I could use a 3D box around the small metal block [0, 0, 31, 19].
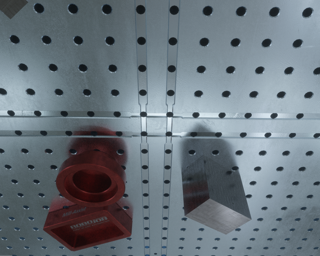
[{"bbox_3d":[-0.139,-0.134,0.279,0.025,0.050,0.050,-30,124,23],"label":"small metal block"}]

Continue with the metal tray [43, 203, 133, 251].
[{"bbox_3d":[-0.127,0.174,0.554,0.130,0.030,0.090,-20,128,16],"label":"metal tray"}]

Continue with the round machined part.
[{"bbox_3d":[-0.099,0.072,0.460,0.099,0.042,0.097,0,130,0],"label":"round machined part"}]

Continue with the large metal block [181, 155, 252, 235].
[{"bbox_3d":[0.081,0.099,0.460,0.080,0.080,0.050,30,124,-23],"label":"large metal block"}]
